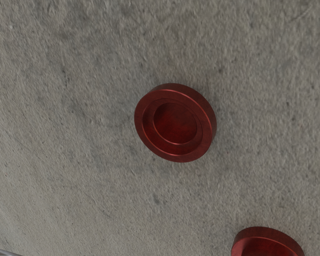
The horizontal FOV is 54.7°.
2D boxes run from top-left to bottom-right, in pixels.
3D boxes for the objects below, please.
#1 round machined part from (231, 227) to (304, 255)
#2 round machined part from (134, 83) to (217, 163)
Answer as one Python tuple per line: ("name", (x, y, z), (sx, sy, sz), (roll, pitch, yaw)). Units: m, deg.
("round machined part", (0.149, 0.190, 0.435), (0.098, 0.042, 0.097), (13, 124, 20))
("round machined part", (0.022, -0.010, 0.377), (0.098, 0.042, 0.097), (13, 124, 20))
